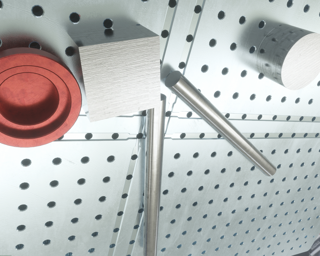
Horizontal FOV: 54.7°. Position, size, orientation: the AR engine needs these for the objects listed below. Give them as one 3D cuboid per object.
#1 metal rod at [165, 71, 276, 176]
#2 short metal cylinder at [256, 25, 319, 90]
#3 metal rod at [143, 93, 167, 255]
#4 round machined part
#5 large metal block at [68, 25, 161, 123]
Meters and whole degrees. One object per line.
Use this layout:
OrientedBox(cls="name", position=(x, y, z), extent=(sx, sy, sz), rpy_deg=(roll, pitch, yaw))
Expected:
OrientedBox(cls="metal rod", position=(0.110, 0.009, 0.478), extent=(0.025, 0.025, 0.301), rpy_deg=(-49, 129, 6))
OrientedBox(cls="short metal cylinder", position=(0.185, -0.100, 0.437), extent=(0.081, 0.050, 0.079), rpy_deg=(-14, 125, -21))
OrientedBox(cls="metal rod", position=(-0.011, 0.089, 0.462), extent=(0.025, 0.025, 0.298), rpy_deg=(-12, 124, -23))
OrientedBox(cls="round machined part", position=(-0.132, -0.032, 0.309), extent=(0.099, 0.042, 0.097), rpy_deg=(-14, 125, -21))
OrientedBox(cls="large metal block", position=(-0.047, -0.061, 0.333), extent=(0.081, 0.050, 0.079), rpy_deg=(-15, 125, -21))
